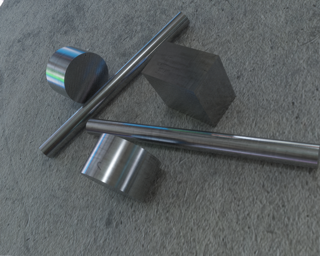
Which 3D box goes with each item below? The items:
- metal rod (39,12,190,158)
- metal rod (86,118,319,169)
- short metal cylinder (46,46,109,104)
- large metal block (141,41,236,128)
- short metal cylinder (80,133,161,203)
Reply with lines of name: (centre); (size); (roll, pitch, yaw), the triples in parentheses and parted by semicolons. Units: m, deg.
metal rod: (-0.068, -0.068, 0.481); (0.300, 0.025, 0.025); (-45, 51, -3)
metal rod: (0.028, 0.013, 0.381); (0.300, 0.025, 0.025); (7, 65, 31)
short metal cylinder: (-0.129, -0.084, 0.488); (0.050, 0.080, 0.080); (25, 75, 36)
large metal block: (0.037, -0.054, 0.382); (0.080, 0.080, 0.050); (27, 77, 37)
short metal cylinder: (-0.045, 0.048, 0.363); (0.080, 0.080, 0.050); (14, 69, 34)
